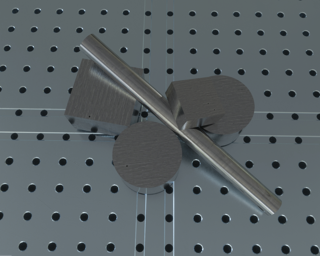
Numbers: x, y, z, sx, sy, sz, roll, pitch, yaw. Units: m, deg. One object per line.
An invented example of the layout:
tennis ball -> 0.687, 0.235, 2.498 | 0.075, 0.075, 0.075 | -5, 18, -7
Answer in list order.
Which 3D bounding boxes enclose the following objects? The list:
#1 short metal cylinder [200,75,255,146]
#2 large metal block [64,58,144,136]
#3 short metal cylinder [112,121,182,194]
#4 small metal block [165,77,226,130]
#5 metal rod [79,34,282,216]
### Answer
short metal cylinder -> 0.076, -0.021, 0.403 | 0.081, 0.050, 0.080 | 0, 70, 0
large metal block -> -0.068, -0.037, 0.406 | 0.080, 0.050, 0.080 | 10, 70, 3
short metal cylinder -> -0.015, 0.038, 0.381 | 0.081, 0.050, 0.080 | 0, 70, 0
small metal block -> 0.040, -0.029, 0.358 | 0.050, 0.025, 0.050 | -11, 69, -23
metal rod -> 0.025, -0.003, 0.372 | 0.300, 0.025, 0.025 | 41, 75, -1
